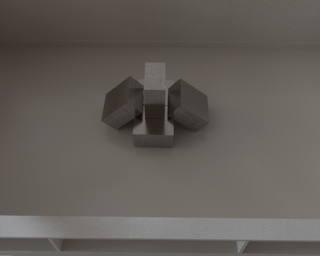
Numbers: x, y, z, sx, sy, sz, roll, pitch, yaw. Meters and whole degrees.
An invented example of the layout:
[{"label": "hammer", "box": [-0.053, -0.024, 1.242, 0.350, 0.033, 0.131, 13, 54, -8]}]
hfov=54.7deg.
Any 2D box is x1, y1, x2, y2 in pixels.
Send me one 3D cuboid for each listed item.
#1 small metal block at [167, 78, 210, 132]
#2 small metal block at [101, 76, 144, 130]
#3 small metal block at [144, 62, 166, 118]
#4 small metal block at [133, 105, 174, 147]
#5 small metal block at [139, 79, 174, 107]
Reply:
[{"label": "small metal block", "box": [0.038, -0.030, 0.413, 0.050, 0.025, 0.050, 29, 44, -28]}, {"label": "small metal block", "box": [-0.049, -0.033, 0.412, 0.050, 0.025, 0.050, -30, 41, 32]}, {"label": "small metal block", "box": [-0.006, -0.047, 0.393, 0.025, 0.050, 0.050, 1, 50, 0]}, {"label": "small metal block", "box": [-0.007, -0.003, 0.405, 0.050, 0.025, 0.050, 2, 50, 2]}, {"label": "small metal block", "box": [-0.006, -0.042, 0.437, 0.050, 0.025, 0.050, 2, 50, 1]}]
